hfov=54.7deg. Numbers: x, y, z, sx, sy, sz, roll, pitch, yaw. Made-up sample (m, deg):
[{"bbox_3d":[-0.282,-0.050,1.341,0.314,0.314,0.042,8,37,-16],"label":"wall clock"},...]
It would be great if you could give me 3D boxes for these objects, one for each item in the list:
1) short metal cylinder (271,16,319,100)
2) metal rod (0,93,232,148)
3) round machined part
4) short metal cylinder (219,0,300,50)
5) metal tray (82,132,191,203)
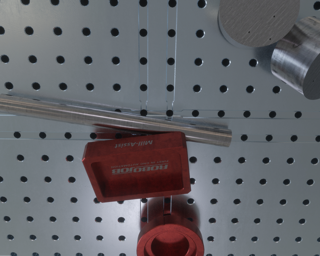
[{"bbox_3d":[0.176,-0.079,0.353,0.081,0.050,0.079,-18,134,-19],"label":"short metal cylinder"},{"bbox_3d":[-0.055,-0.009,0.409,0.302,0.025,0.025,9,110,-4],"label":"metal rod"},{"bbox_3d":[0.015,0.172,0.468,0.099,0.042,0.097,0,110,0],"label":"round machined part"},{"bbox_3d":[0.106,-0.129,0.344,0.080,0.050,0.079,2,101,9],"label":"short metal cylinder"},{"bbox_3d":[-0.027,0.055,0.415,0.131,0.030,0.089,-7,129,3],"label":"metal tray"}]
